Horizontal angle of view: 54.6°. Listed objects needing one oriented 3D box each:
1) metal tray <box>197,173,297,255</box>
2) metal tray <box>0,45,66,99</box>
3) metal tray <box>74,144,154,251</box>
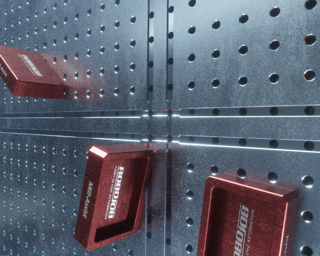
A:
[{"bbox_3d":[0.088,0.122,0.333,0.090,0.030,0.129,10,96,39],"label":"metal tray"},{"bbox_3d":[-0.244,-0.103,0.570,0.130,0.091,0.030,45,117,31],"label":"metal tray"},{"bbox_3d":[-0.060,0.088,0.417,0.030,0.091,0.129,20,103,38],"label":"metal tray"}]
